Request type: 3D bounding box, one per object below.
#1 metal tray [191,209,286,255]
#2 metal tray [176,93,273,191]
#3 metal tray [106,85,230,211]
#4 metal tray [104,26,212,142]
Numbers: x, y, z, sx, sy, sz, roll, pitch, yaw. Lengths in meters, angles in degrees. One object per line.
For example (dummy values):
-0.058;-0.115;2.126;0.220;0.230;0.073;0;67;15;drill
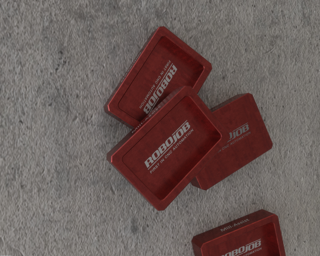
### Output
0.118;0.183;0.449;0.131;0.030;0.089;-14;95;-20;metal tray
0.088;0.017;0.439;0.131;0.030;0.090;-28;100;-18;metal tray
0.013;0.023;0.378;0.130;0.030;0.090;-45;104;-14;metal tray
-0.001;-0.053;0.405;0.090;0.030;0.130;34;79;-17;metal tray
